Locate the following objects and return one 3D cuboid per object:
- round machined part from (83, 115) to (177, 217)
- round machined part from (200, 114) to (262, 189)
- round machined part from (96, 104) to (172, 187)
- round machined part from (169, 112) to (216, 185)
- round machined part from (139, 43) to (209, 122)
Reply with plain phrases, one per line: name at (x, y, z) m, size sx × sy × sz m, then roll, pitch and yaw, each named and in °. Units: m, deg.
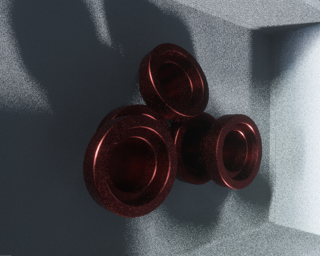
round machined part at (-0.032, 0.036, 0.312) m, size 0.099 × 0.042 × 0.097 m, roll 0°, pitch 90°, yaw -40°
round machined part at (0.092, 0.031, 0.416) m, size 0.099 × 0.042 × 0.097 m, roll 0°, pitch 90°, yaw -40°
round machined part at (-0.035, 0.022, 0.364) m, size 0.099 × 0.042 × 0.097 m, roll 0°, pitch 90°, yaw -40°
round machined part at (0.042, 0.027, 0.429) m, size 0.099 × 0.042 × 0.097 m, roll 0°, pitch 90°, yaw -40°
round machined part at (0.013, -0.053, 0.391) m, size 0.099 × 0.042 × 0.098 m, roll 18°, pitch 61°, yaw -35°
